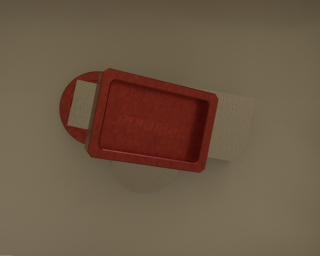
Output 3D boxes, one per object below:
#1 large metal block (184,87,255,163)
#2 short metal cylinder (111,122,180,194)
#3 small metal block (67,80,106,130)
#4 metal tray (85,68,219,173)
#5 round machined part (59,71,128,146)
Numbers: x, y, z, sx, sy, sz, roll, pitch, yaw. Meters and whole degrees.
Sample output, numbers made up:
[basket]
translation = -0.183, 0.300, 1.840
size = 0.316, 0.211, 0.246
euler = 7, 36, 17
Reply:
[large metal block]
translation = 0.068, -0.004, 0.397
size = 0.080, 0.050, 0.080
euler = 10, 90, -1
[short metal cylinder]
translation = -0.020, 0.034, 0.385
size = 0.081, 0.050, 0.079
euler = -3, 104, -12
[small metal block]
translation = -0.081, -0.025, 0.354
size = 0.025, 0.050, 0.050
euler = 12, 90, 0
[metal tray]
translation = -0.007, -0.005, 0.337
size = 0.131, 0.030, 0.089
euler = 11, 90, -20
[round machined part]
translation = -0.081, -0.025, 0.400
size = 0.099, 0.042, 0.097
euler = 0, 90, -1
